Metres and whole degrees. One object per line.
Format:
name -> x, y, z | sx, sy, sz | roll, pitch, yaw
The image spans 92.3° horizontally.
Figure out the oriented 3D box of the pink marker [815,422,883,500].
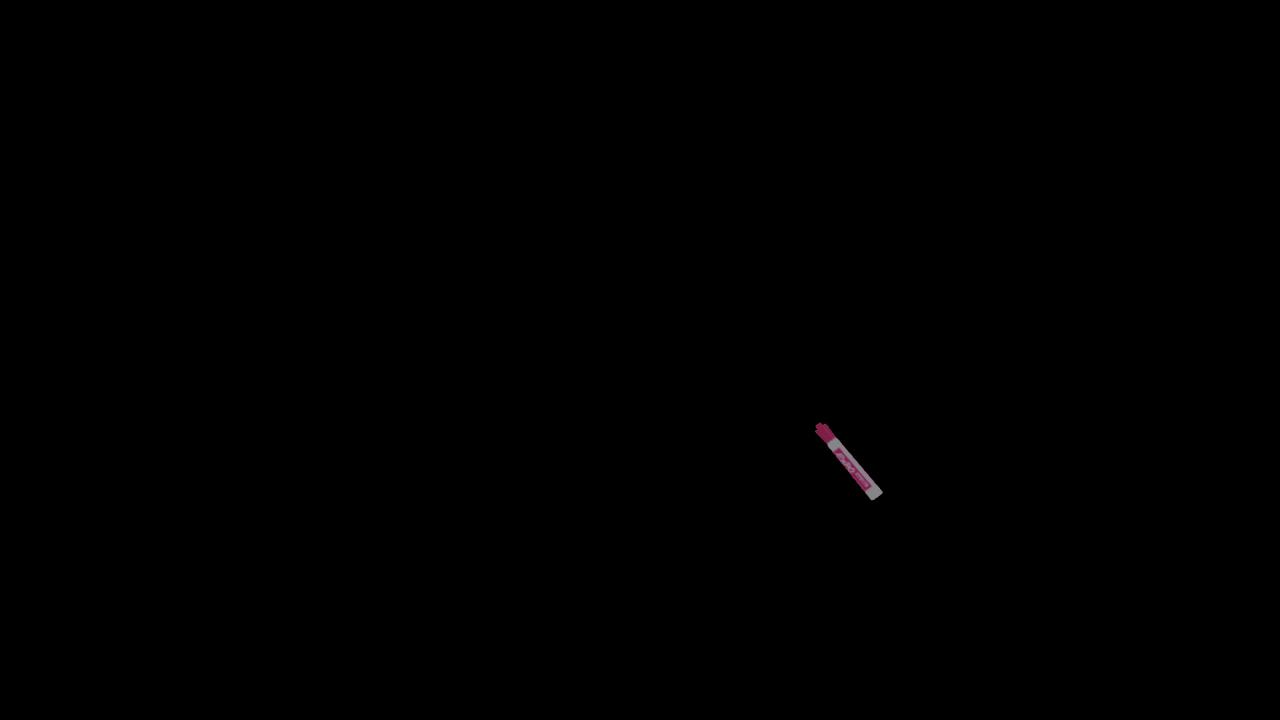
pink marker -> 0.280, 0.135, 0.833 | 0.020, 0.121, 0.020 | -33, -17, -11
